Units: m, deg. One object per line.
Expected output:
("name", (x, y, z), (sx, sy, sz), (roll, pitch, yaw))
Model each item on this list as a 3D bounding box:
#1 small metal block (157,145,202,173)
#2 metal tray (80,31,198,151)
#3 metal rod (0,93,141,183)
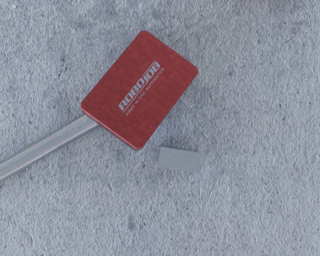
("small metal block", (0.024, 0.038, 0.398), (0.050, 0.050, 0.025), (9, 90, -1))
("metal tray", (-0.024, -0.047, 0.393), (0.090, 0.030, 0.130), (37, 77, -1))
("metal rod", (-0.142, 0.020, 0.408), (0.301, 0.025, 0.025), (-30, 90, -1))
